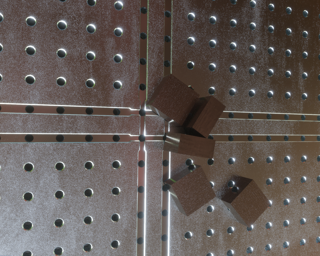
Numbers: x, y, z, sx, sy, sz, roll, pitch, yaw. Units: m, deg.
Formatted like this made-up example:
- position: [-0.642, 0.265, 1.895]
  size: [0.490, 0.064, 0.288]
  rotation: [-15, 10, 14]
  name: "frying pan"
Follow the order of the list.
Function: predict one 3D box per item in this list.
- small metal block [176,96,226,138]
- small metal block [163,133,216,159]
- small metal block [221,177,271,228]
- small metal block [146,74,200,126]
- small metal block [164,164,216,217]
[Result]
- position: [0.055, -0.015, 0.421]
  size: [0.025, 0.050, 0.050]
  rotation: [36, 78, -17]
  name: "small metal block"
- position: [0.038, 0.023, 0.415]
  size: [0.050, 0.050, 0.025]
  rotation: [11, 87, -20]
  name: "small metal block"
- position: [0.129, 0.110, 0.462]
  size: [0.050, 0.025, 0.050]
  rotation: [-42, 104, -15]
  name: "small metal block"
- position: [0.017, -0.037, 0.420]
  size: [0.050, 0.025, 0.050]
  rotation: [34, 79, -17]
  name: "small metal block"
- position: [0.042, 0.085, 0.430]
  size: [0.050, 0.025, 0.050]
  rotation: [-30, 100, -18]
  name: "small metal block"
